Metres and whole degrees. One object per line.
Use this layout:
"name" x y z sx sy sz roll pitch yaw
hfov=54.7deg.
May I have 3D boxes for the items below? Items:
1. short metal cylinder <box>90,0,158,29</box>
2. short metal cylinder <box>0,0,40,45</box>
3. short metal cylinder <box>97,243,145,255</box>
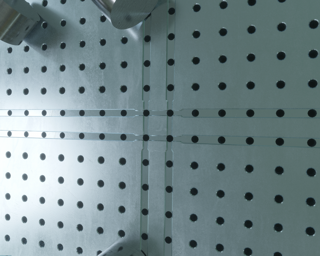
"short metal cylinder" -0.046 -0.176 0.399 0.080 0.080 0.050 -44 77 15
"short metal cylinder" -0.231 -0.171 0.465 0.050 0.080 0.080 -44 77 15
"short metal cylinder" -0.059 0.205 0.420 0.080 0.050 0.079 0 90 20
